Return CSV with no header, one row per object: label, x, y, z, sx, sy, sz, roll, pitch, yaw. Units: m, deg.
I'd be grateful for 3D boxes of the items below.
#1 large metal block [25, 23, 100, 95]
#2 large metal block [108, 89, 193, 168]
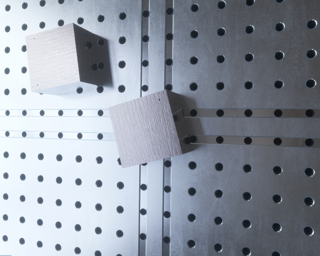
large metal block,-0.140,-0.096,0.447,0.080,0.050,0.080,-8,87,19
large metal block,-0.012,0.002,0.403,0.080,0.050,0.080,-15,85,19
